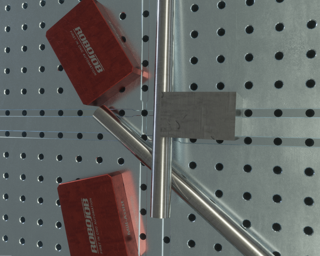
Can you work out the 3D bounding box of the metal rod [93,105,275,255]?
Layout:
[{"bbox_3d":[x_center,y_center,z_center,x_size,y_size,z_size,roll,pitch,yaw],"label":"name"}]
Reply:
[{"bbox_3d":[0.024,0.071,0.403,0.300,0.025,0.025,41,103,15],"label":"metal rod"}]

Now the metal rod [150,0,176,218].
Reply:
[{"bbox_3d":[0.005,-0.040,0.393,0.025,0.025,0.298,-1,84,19],"label":"metal rod"}]

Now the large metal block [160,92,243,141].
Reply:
[{"bbox_3d":[0.052,-0.014,0.365,0.080,0.080,0.050,2,91,19],"label":"large metal block"}]

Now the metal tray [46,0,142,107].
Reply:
[{"bbox_3d":[-0.096,-0.107,0.443,0.090,0.030,0.130,-34,80,16],"label":"metal tray"}]

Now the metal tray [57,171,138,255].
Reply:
[{"bbox_3d":[-0.089,0.134,0.440,0.090,0.030,0.129,-14,85,19],"label":"metal tray"}]
